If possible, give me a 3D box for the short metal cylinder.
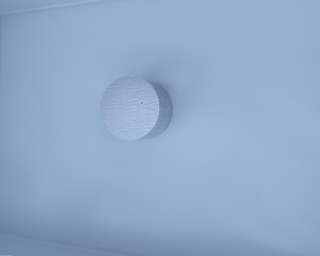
[{"bbox_3d":[-0.030,-0.025,0.406,0.080,0.050,0.080,0,90,20],"label":"short metal cylinder"}]
